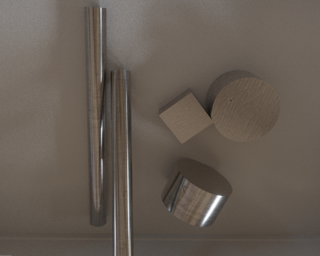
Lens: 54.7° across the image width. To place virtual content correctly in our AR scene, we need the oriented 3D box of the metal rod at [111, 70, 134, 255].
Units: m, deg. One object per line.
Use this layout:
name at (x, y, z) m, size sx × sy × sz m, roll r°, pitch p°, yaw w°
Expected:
metal rod at (-0.045, 0.079, 0.374) m, size 0.025 × 0.025 × 0.298 m, roll -1°, pitch 85°, yaw 0°

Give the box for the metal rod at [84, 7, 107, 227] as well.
metal rod at (-0.083, 0.000, 0.410) m, size 0.025 × 0.025 × 0.298 m, roll 3°, pitch 110°, yaw -2°

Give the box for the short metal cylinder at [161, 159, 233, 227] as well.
short metal cylinder at (0.049, 0.085, 0.414) m, size 0.080 × 0.080 × 0.050 m, roll 22°, pitch 109°, yaw -8°

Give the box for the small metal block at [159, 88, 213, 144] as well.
small metal block at (0.034, -0.016, 0.406) m, size 0.050 × 0.025 × 0.050 m, roll -35°, pitch 107°, yaw 12°

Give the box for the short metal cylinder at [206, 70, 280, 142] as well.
short metal cylinder at (0.102, -0.029, 0.389) m, size 0.081 × 0.050 × 0.079 m, roll 0°, pitch 110°, yaw -1°
